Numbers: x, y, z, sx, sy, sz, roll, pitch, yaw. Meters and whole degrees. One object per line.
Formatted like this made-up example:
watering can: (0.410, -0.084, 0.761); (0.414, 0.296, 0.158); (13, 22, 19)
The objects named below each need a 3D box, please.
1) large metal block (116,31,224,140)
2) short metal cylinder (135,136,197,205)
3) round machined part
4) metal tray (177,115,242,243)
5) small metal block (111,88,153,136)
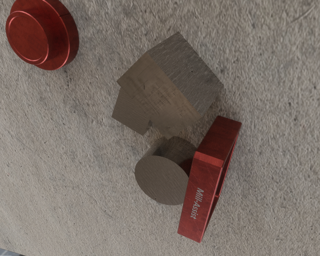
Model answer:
large metal block: (0.015, -0.048, 0.334); (0.080, 0.080, 0.050); (49, 129, -6)
short metal cylinder: (0.013, 0.057, 0.419); (0.080, 0.050, 0.079); (13, 124, 21)
round machined part: (-0.159, -0.121, 0.405); (0.098, 0.042, 0.097); (13, 124, 21)
metal tray: (0.059, 0.061, 0.371); (0.030, 0.090, 0.129); (19, 126, 17)
small metal block: (-0.031, -0.026, 0.407); (0.050, 0.025, 0.050); (31, 128, 8)
